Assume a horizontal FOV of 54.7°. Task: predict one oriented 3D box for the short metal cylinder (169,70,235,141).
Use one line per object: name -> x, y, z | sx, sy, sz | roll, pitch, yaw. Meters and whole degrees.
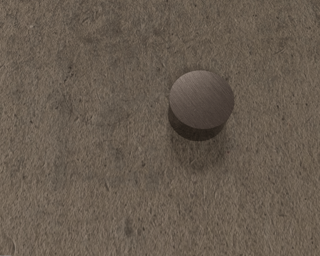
short metal cylinder -> 0.052, -0.028, 0.406 | 0.081, 0.050, 0.080 | 0, 70, 0
